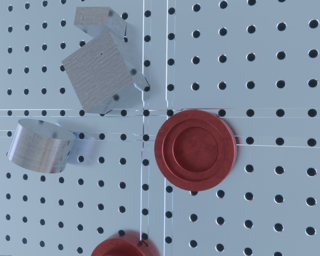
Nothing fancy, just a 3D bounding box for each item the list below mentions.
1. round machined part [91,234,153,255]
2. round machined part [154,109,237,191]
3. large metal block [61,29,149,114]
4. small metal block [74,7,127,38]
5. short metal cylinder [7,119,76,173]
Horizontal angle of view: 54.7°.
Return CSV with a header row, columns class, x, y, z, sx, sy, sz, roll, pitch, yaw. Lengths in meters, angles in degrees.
class,x,y,z,sx,sy,sz,roll,pitch,yaw
round machined part,-0.056,0.200,0.423,0.098,0.042,0.097,0,90,20
round machined part,0.046,0.026,0.387,0.098,0.042,0.097,0,90,20
large metal block,-0.074,-0.074,0.426,0.080,0.050,0.080,-29,81,17
small metal block,-0.081,-0.144,0.427,0.050,0.050,0.025,8,88,20
short metal cylinder,-0.168,0.024,0.443,0.080,0.080,0.050,24,98,18
